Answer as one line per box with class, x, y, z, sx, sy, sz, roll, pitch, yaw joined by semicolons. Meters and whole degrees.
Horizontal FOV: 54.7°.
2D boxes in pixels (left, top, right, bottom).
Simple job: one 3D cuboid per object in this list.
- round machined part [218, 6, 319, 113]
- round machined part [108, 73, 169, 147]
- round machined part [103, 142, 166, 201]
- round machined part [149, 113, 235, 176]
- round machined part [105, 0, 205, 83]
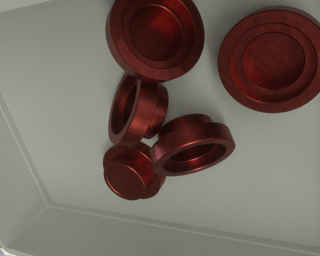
round machined part;0.109;-0.067;0.299;0.098;0.042;0.097;13;124;20
round machined part;-0.024;-0.024;0.370;0.042;0.098;0.097;16;133;-24
round machined part;-0.044;0.069;0.462;0.098;0.042;0.097;13;124;20
round machined part;0.035;0.018;0.367;0.098;0.099;0.042;-41;54;39
round machined part;-0.007;-0.094;0.317;0.098;0.098;0.042;55;161;-12
